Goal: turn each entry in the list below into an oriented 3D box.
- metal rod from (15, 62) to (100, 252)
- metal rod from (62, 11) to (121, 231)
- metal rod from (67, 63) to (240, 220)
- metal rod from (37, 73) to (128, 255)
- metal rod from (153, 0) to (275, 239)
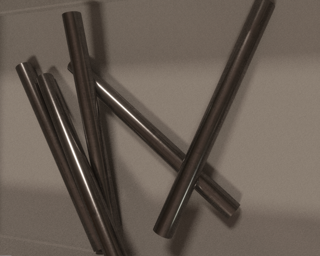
[{"bbox_3d":[-0.147,0.036,0.460,0.025,0.025,0.299,-29,81,17],"label":"metal rod"},{"bbox_3d":[-0.092,-0.004,0.421,0.025,0.025,0.298,-8,95,19],"label":"metal rod"},{"bbox_3d":[-0.018,0.005,0.415,0.300,0.025,0.025,42,103,14],"label":"metal rod"},{"bbox_3d":[-0.109,0.047,0.416,0.025,0.025,0.299,-35,68,16],"label":"metal rod"},{"bbox_3d":[0.064,-0.010,0.369,0.025,0.025,0.299,24,91,18],"label":"metal rod"}]
